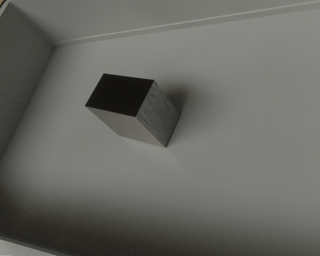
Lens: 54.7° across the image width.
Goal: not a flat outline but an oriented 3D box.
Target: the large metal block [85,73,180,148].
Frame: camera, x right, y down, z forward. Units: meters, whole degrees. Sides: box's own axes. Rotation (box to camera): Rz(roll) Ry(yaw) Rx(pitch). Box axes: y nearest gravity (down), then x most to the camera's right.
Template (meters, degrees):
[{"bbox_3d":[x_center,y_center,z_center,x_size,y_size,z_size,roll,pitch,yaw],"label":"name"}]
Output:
[{"bbox_3d":[-0.033,-0.022,0.397,0.080,0.080,0.050,13,69,33],"label":"large metal block"}]
